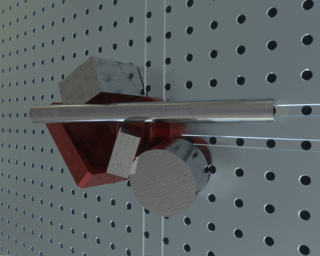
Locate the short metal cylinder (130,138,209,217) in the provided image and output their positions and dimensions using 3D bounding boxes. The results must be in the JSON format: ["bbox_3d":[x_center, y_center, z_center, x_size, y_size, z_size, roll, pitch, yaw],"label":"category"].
[{"bbox_3d":[0.012,0.057,0.366,0.080,0.050,0.079,6,105,23],"label":"short metal cylinder"}]

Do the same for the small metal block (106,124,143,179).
[{"bbox_3d":[-0.041,0.025,0.368,0.025,0.050,0.050,17,102,-5],"label":"small metal block"}]

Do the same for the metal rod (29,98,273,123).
[{"bbox_3d":[-0.026,-0.018,0.367,0.301,0.025,0.025,0,90,20],"label":"metal rod"}]

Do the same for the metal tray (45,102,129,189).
[{"bbox_3d":[-0.100,0.020,0.446,0.030,0.091,0.130,-51,61,28],"label":"metal tray"}]

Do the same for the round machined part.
[{"bbox_3d":[-0.024,0.006,0.420,0.098,0.042,0.097,0,90,39],"label":"round machined part"}]

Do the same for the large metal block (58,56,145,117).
[{"bbox_3d":[-0.082,-0.053,0.436,0.080,0.081,0.050,-27,74,36],"label":"large metal block"}]
